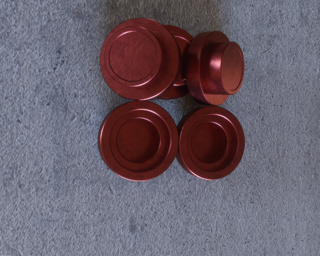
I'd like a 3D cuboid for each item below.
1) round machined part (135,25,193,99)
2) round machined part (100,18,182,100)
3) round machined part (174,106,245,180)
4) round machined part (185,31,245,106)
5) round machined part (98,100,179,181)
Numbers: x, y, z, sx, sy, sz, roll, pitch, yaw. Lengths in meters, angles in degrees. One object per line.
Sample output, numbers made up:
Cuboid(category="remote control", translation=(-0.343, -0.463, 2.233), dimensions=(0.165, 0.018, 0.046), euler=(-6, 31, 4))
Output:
Cuboid(category="round machined part", translation=(0.014, -0.087, 0.407), dimensions=(0.099, 0.042, 0.097), euler=(0, 90, -21))
Cuboid(category="round machined part", translation=(-0.026, -0.082, 0.367), dimensions=(0.098, 0.042, 0.097), euler=(1, 93, 13))
Cuboid(category="round machined part", translation=(0.063, 0.019, 0.426), dimensions=(0.099, 0.042, 0.097), euler=(0, 90, -21))
Cuboid(category="round machined part", translation=(0.078, -0.078, 0.408), dimensions=(0.099, 0.042, 0.097), euler=(-11, 104, -50))
Cuboid(category="round machined part", translation=(-0.030, 0.015, 0.391), dimensions=(0.099, 0.042, 0.097), euler=(0, 90, -21))
